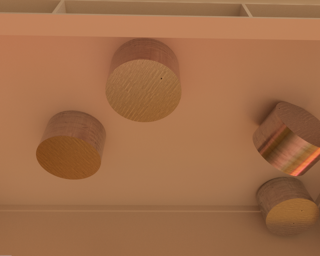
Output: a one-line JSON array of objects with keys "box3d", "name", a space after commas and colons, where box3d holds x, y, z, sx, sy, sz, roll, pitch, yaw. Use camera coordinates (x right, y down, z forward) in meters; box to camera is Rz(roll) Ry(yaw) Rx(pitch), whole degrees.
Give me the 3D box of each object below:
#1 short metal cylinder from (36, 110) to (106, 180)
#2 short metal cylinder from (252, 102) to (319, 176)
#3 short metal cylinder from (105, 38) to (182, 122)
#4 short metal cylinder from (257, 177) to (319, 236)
[{"box3d": [-0.115, 0.023, 0.411, 0.081, 0.050, 0.079, 0, 130, 0], "name": "short metal cylinder"}, {"box3d": [0.165, 0.013, 0.387, 0.081, 0.080, 0.050, 18, 128, -15], "name": "short metal cylinder"}, {"box3d": [-0.018, -0.053, 0.347, 0.081, 0.050, 0.079, 0, 130, 0], "name": "short metal cylinder"}, {"box3d": [0.201, 0.125, 0.493, 0.081, 0.050, 0.079, -1, 120, -1], "name": "short metal cylinder"}]
